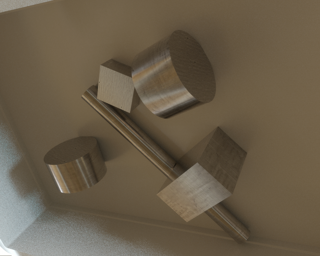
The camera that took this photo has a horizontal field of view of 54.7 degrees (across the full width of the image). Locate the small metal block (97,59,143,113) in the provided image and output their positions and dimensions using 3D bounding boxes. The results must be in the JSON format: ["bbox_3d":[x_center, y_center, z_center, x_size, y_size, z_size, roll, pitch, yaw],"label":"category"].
[{"bbox_3d":[-0.051,-0.054,0.400,0.050,0.025,0.050,24,127,13],"label":"small metal block"}]

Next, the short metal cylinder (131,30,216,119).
[{"bbox_3d":[0.016,-0.055,0.329,0.050,0.080,0.080,-22,107,36],"label":"short metal cylinder"}]

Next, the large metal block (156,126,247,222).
[{"bbox_3d":[0.052,0.056,0.379,0.050,0.080,0.080,43,129,-2],"label":"large metal block"}]

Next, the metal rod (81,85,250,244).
[{"bbox_3d":[0.010,0.052,0.434,0.300,0.025,0.025,43,129,-2],"label":"metal rod"}]

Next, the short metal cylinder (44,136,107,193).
[{"bbox_3d":[-0.127,0.054,0.471,0.080,0.080,0.050,-1,118,28],"label":"short metal cylinder"}]
